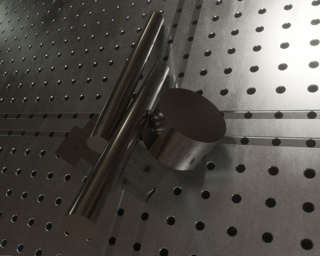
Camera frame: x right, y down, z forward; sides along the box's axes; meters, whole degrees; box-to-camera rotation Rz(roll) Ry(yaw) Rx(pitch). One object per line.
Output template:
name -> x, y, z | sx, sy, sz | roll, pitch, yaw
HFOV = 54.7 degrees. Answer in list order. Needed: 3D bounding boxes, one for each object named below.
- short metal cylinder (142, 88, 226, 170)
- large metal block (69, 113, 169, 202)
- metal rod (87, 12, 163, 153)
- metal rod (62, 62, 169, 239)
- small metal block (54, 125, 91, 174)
short metal cylinder -> 0.026, 0.001, 0.349 | 0.050, 0.081, 0.080 | -59, 38, 41
large metal block -> -0.048, 0.036, 0.374 | 0.080, 0.080, 0.050 | 31, 79, 37
metal rod -> -0.033, -0.084, 0.417 | 0.025, 0.025, 0.300 | -10, 39, 22
metal rod -> -0.027, -0.010, 0.337 | 0.025, 0.025, 0.301 | -14, 27, 20
small metal block -> -0.116, 0.030, 0.449 | 0.050, 0.025, 0.050 | 25, 75, 36
